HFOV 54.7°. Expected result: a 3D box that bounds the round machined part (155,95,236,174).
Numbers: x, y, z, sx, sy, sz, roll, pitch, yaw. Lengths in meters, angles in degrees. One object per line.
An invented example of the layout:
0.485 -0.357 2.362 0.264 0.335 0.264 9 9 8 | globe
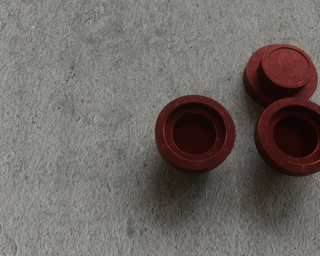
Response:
0.043 0.011 0.395 0.099 0.042 0.098 0 70 0 | round machined part

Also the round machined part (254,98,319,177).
0.169 0.014 0.395 0.099 0.042 0.098 0 71 0 | round machined part

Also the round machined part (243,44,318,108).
0.169 -0.075 0.428 0.099 0.042 0.098 0 70 0 | round machined part
